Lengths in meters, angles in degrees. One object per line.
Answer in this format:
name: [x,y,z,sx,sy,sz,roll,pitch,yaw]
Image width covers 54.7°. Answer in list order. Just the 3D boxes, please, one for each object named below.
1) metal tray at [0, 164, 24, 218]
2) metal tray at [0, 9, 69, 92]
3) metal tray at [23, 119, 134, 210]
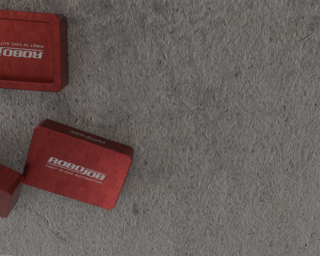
metal tray: [-0.252,0.065,0.406,0.131,0.030,0.089,27,137,-9]
metal tray: [-0.180,-0.094,0.370,0.131,0.030,0.089,4,110,-2]
metal tray: [-0.111,0.051,0.425,0.131,0.030,0.089,19,109,-7]
